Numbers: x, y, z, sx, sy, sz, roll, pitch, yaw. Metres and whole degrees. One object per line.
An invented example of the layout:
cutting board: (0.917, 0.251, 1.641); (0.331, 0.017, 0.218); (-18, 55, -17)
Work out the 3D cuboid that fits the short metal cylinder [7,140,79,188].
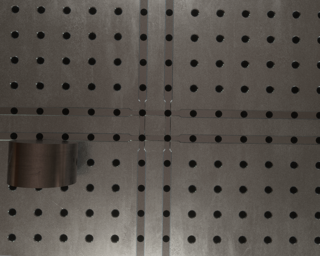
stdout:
short metal cylinder: (-0.144, 0.042, 0.384); (0.081, 0.080, 0.050); (3, 90, -1)
